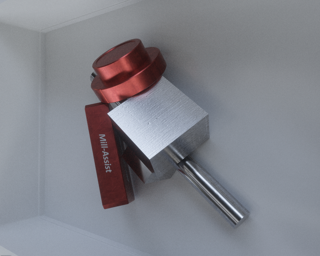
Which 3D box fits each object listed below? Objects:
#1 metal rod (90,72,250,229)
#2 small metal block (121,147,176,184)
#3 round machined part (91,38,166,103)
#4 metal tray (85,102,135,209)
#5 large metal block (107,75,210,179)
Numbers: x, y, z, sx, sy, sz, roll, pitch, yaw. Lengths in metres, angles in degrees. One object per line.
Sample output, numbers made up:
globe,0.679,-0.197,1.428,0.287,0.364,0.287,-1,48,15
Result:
metal rod,-0.005,0.009,0.407,0.300,0.025,0.025,44,116,30
small metal block,-0.012,0.042,0.396,0.050,0.050,0.025,45,117,30
round machined part,-0.045,-0.077,0.390,0.098,0.098,0.042,-2,129,39
metal tray,-0.065,0.038,0.416,0.030,0.090,0.129,-12,80,-2
large metal block,0.000,-0.002,0.361,0.080,0.050,0.080,-37,58,-14
